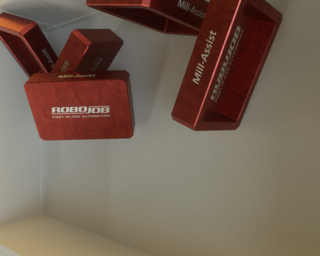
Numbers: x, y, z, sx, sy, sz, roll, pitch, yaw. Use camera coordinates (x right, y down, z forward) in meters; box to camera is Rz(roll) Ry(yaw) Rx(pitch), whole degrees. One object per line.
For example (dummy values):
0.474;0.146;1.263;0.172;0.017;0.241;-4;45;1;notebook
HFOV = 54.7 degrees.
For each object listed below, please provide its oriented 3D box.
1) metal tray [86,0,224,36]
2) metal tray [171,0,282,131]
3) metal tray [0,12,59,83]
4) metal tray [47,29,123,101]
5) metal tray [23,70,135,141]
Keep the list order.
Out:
-0.001;-0.130;0.339;0.090;0.131;0.030;18;102;38;metal tray
0.068;-0.062;0.308;0.030;0.091;0.129;29;108;36;metal tray
-0.210;-0.121;0.514;0.090;0.130;0.030;23;62;30;metal tray
-0.117;-0.084;0.458;0.030;0.090;0.129;42;118;6;metal tray
-0.104;-0.029;0.418;0.131;0.030;0.089;-2;123;3;metal tray
